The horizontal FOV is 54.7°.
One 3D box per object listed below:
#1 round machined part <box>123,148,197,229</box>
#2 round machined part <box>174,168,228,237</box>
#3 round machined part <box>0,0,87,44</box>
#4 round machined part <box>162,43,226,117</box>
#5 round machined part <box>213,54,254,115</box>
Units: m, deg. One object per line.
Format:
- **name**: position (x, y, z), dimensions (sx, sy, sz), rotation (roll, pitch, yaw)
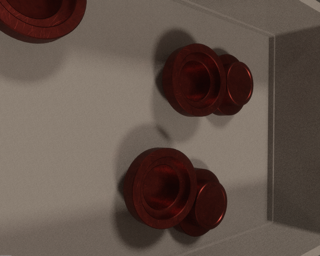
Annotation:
- **round machined part**: position (-0.003, 0.073, 0.391), dimensions (0.099, 0.042, 0.097), rotation (1, 88, -36)
- **round machined part**: position (0.060, 0.108, 0.449), dimensions (0.099, 0.042, 0.097), rotation (0, 90, -40)
- **round machined part**: position (-0.124, -0.129, 0.292), dimensions (0.099, 0.042, 0.097), rotation (0, 90, -40)
- **round machined part**: position (0.043, -0.064, 0.430), dimensions (0.099, 0.042, 0.097), rotation (-1, 91, -35)
- **round machined part**: position (0.112, -0.069, 0.492), dimensions (0.099, 0.042, 0.097), rotation (0, 90, -40)
